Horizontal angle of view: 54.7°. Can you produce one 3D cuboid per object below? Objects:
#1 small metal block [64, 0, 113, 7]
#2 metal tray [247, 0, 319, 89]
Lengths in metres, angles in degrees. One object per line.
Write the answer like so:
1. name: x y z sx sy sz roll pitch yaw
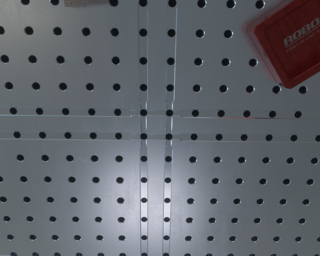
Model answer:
1. small metal block: -0.084 -0.166 0.351 0.050 0.025 0.050 -5 110 1
2. metal tray: 0.184 -0.119 0.368 0.130 0.030 0.090 -33 107 11
